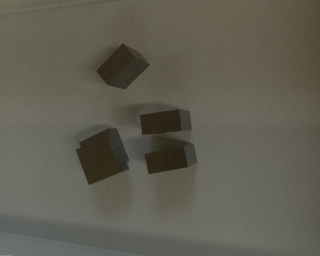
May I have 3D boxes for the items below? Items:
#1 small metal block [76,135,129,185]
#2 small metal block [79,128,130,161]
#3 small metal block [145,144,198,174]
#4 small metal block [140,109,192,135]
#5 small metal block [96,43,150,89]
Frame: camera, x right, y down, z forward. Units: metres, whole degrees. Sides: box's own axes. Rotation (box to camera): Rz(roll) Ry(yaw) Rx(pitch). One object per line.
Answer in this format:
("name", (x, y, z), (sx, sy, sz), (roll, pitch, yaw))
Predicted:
("small metal block", (-0.076, 0.042, 0.410), (0.050, 0.025, 0.050), (-24, 82, 18))
("small metal block", (-0.078, 0.033, 0.437), (0.050, 0.025, 0.050), (-25, 82, 18))
("small metal block", (0.015, 0.038, 0.391), (0.050, 0.050, 0.025), (-13, 86, 19))
("small metal block", (0.009, -0.007, 0.393), (0.050, 0.050, 0.025), (-7, 88, 19))
("small metal block", (-0.048, -0.080, 0.413), (0.050, 0.050, 0.025), (-42, 77, 15))
